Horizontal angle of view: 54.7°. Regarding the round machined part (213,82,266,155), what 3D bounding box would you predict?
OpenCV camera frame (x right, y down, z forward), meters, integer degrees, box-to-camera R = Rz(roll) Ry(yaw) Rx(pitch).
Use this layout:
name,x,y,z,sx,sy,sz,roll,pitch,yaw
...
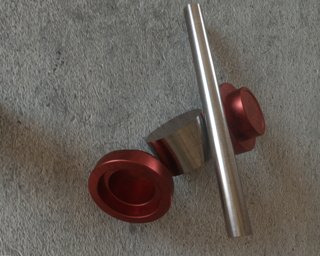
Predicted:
name,x,y,z,sx,sy,sz,roll,pitch,yaw
round machined part,0.106,-0.016,0.414,0.098,0.042,0.098,31,48,-41

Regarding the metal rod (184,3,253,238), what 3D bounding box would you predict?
name,x,y,z,sx,sy,sz,roll,pitch,yaw
metal rod,0.063,-0.027,0.370,0.025,0.025,0.299,2,65,-20

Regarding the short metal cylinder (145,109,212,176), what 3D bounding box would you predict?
name,x,y,z,sx,sy,sz,roll,pitch,yaw
short metal cylinder,0.029,0.017,0.392,0.080,0.080,0.050,-33,101,-17

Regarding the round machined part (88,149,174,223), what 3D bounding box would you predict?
name,x,y,z,sx,sy,sz,roll,pitch,yaw
round machined part,-0.031,0.065,0.371,0.098,0.042,0.097,5,122,9
